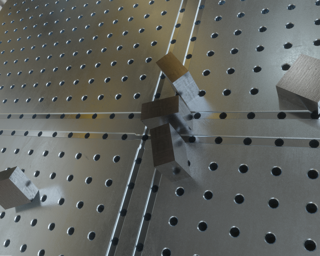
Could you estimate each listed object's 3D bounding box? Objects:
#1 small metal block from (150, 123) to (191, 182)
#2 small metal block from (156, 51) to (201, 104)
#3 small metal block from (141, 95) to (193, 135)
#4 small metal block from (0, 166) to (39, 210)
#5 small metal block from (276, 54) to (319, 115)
[{"bbox_3d":[0.013,0.030,0.368,0.025,0.050,0.050,-20,54,17],"label":"small metal block"},{"bbox_3d":[0.025,-0.068,0.421,0.025,0.050,0.050,-37,51,4],"label":"small metal block"},{"bbox_3d":[0.010,-0.013,0.396,0.050,0.050,0.025,-11,57,22],"label":"small metal block"},{"bbox_3d":[-0.216,0.088,0.450,0.050,0.050,0.025,-18,31,18],"label":"small metal block"},{"bbox_3d":[0.169,-0.050,0.351,0.050,0.025,0.050,34,81,38],"label":"small metal block"}]
